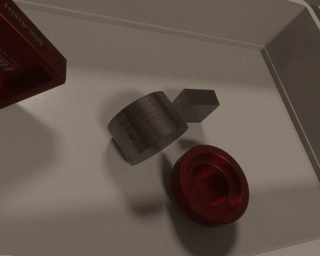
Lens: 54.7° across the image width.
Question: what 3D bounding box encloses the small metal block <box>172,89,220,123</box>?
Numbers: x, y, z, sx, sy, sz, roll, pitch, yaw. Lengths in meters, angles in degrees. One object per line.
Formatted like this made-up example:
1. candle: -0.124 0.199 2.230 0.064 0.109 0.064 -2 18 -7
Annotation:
1. small metal block: 0.046 -0.030 0.435 0.050 0.050 0.025 -2 63 -29

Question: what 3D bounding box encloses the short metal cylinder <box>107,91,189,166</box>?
1. short metal cylinder: -0.014 0.001 0.364 0.081 0.080 0.050 -26 76 -37

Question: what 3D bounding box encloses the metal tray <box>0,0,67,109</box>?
1. metal tray: -0.160 -0.075 0.280 0.130 0.090 0.030 54 21 -53

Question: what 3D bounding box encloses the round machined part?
1. round machined part: 0.057 0.073 0.382 0.099 0.042 0.098 14 56 -21
